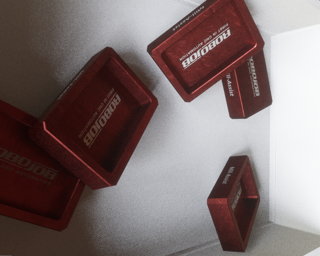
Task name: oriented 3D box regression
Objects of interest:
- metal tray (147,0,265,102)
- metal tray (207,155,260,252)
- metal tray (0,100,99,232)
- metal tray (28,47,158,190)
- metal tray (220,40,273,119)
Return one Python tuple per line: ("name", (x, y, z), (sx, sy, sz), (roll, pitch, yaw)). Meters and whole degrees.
("metal tray", (0.060, -0.106, 0.406), (0.130, 0.030, 0.090), (-37, 120, 5))
("metal tray", (0.117, 0.110, 0.473), (0.131, 0.030, 0.090), (-43, 117, -54))
("metal tray", (-0.132, 0.035, 0.292), (0.130, 0.030, 0.090), (33, 70, -35))
("metal tray", (-0.060, -0.013, 0.324), (0.090, 0.030, 0.130), (47, 45, -24))
("metal tray", (0.144, -0.089, 0.523), (0.091, 0.030, 0.129), (-25, 106, -37))
